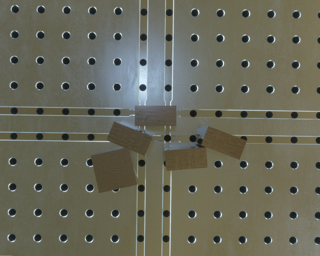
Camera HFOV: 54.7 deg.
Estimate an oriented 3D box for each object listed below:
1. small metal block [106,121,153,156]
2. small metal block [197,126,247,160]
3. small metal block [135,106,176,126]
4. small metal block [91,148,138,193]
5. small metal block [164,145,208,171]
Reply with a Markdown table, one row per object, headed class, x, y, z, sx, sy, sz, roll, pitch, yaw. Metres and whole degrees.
| class | x | y | z | sx | sy | sz | roll | pitch | yaw |
| --- | --- | --- | --- | --- | --- | --- | --- | --- | --- |
| small metal block | -0.037 | 0.013 | 0.400 | 0.050 | 0.050 | 0.025 | 22 | 90 | -1 |
| small metal block | 0.078 | 0.018 | 0.402 | 0.050 | 0.050 | 0.025 | 21 | 90 | -1 |
| small metal block | -0.005 | -0.015 | 0.401 | 0.050 | 0.050 | 0.025 | 0 | 90 | -1 |
| small metal block | -0.060 | 0.055 | 0.413 | 0.050 | 0.025 | 0.050 | -12 | 90 | -1 |
| small metal block | 0.032 | 0.037 | 0.401 | 0.050 | 0.050 | 0.025 | -5 | 91 | 0 |
